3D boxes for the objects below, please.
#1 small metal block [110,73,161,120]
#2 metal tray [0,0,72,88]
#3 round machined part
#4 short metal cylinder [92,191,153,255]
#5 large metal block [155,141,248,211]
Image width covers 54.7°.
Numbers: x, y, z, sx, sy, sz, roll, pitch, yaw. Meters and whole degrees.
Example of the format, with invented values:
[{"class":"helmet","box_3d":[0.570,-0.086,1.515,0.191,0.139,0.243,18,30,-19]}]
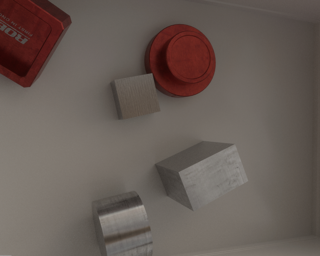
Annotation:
[{"class":"small metal block","box_3d":[-0.032,-0.040,0.400,0.050,0.025,0.050,-14,95,-20]},{"class":"metal tray","box_3d":[-0.171,-0.113,0.318,0.130,0.030,0.090,33,117,-18]},{"class":"round machined part","box_3d":[0.032,-0.091,0.414,0.099,0.042,0.097,0,90,-21]},{"class":"short metal cylinder","box_3d":[-0.046,0.119,0.365,0.050,0.080,0.079,-11,94,-20]},{"class":"large metal block","box_3d":[0.051,0.057,0.401,0.081,0.080,0.050,-24,98,-19]}]
